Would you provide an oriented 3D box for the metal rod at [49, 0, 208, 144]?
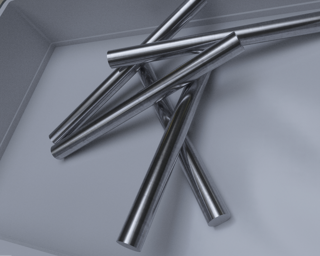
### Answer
[{"bbox_3d":[-0.052,-0.081,0.452,0.300,0.025,0.025,-42,51,10],"label":"metal rod"}]

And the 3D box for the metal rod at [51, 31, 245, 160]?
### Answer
[{"bbox_3d":[-0.032,-0.031,0.405,0.300,0.025,0.025,-29,52,22],"label":"metal rod"}]

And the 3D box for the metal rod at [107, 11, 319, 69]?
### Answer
[{"bbox_3d":[0.078,-0.114,0.399,0.301,0.025,0.025,-8,58,11],"label":"metal rod"}]

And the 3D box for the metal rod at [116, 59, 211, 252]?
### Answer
[{"bbox_3d":[0.024,-0.007,0.366,0.025,0.025,0.300,5,55,30],"label":"metal rod"}]

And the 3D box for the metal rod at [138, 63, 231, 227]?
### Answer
[{"bbox_3d":[0.011,-0.014,0.407,0.025,0.025,0.300,-31,52,8],"label":"metal rod"}]
